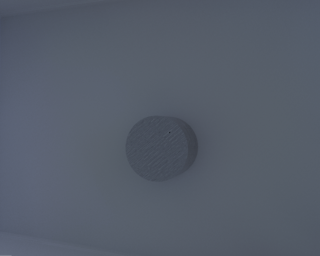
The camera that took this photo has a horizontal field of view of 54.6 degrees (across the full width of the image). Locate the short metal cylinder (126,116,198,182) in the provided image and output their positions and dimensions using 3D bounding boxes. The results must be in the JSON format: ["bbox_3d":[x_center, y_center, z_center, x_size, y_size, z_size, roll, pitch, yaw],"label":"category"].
[{"bbox_3d":[0.003,0.025,0.396,0.080,0.050,0.080,0,90,20],"label":"short metal cylinder"}]
